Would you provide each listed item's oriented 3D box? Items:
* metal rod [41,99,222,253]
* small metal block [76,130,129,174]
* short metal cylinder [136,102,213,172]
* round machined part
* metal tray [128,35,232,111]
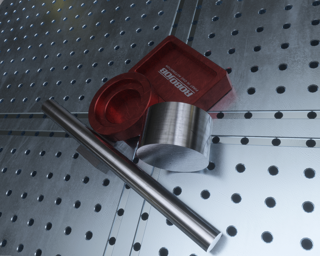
[{"bbox_3d":[-0.054,0.042,0.383,0.300,0.025,0.025,34,81,29],"label":"metal rod"},{"bbox_3d":[-0.080,0.028,0.432,0.050,0.025,0.050,32,79,37],"label":"small metal block"},{"bbox_3d":[0.018,0.013,0.353,0.080,0.080,0.050,-4,60,26],"label":"short metal cylinder"},{"bbox_3d":[-0.046,-0.025,0.425,0.098,0.042,0.098,-14,55,22],"label":"round machined part"},{"bbox_3d":[0.023,-0.068,0.432,0.090,0.030,0.130,-42,51,-2],"label":"metal tray"}]
